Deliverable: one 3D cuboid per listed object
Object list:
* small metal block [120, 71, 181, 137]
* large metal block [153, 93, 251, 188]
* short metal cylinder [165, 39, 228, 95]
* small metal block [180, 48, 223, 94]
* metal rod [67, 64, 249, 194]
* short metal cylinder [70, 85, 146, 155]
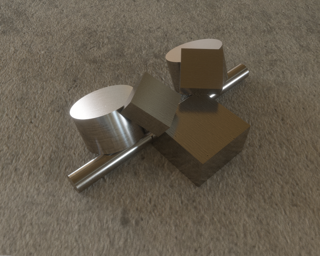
[{"bbox_3d":[-0.009,-0.027,0.346,0.050,0.025,0.050,33,50,-15],"label":"small metal block"},{"bbox_3d":[0.048,0.010,0.378,0.080,0.050,0.080,-34,58,-26],"label":"large metal block"},{"bbox_3d":[0.053,-0.089,0.445,0.080,0.050,0.080,-13,31,8],"label":"short metal cylinder"},{"bbox_3d":[0.050,-0.069,0.382,0.050,0.025,0.050,2,81,1],"label":"small metal block"},{"bbox_3d":[0.015,-0.012,0.415,0.302,0.025,0.025,-34,58,-26],"label":"metal rod"},{"bbox_3d":[-0.061,-0.012,0.380,0.080,0.050,0.080,-13,31,8],"label":"short metal cylinder"}]
